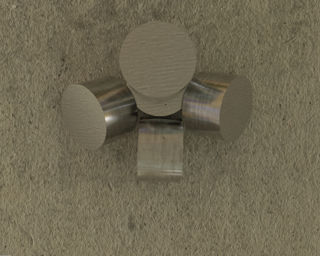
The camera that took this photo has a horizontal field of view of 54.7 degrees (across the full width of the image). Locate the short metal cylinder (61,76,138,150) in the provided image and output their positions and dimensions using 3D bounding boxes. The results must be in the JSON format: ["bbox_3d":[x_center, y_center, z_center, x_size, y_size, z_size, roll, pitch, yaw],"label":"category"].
[{"bbox_3d":[-0.074,-0.019,0.378,0.080,0.050,0.079,17,118,35],"label":"short metal cylinder"}]

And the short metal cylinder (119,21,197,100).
[{"bbox_3d":[-0.002,-0.072,0.348,0.081,0.050,0.079,0,90,-1],"label":"short metal cylinder"}]

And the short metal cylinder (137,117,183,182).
[{"bbox_3d":[0.000,0.026,0.383,0.050,0.080,0.079,2,90,0],"label":"short metal cylinder"}]

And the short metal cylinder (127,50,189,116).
[{"bbox_3d":[0.000,-0.054,0.399,0.081,0.050,0.079,0,90,-1],"label":"short metal cylinder"}]

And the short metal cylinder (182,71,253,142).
[{"bbox_3d":[0.072,-0.027,0.379,0.050,0.080,0.080,15,90,38],"label":"short metal cylinder"}]
